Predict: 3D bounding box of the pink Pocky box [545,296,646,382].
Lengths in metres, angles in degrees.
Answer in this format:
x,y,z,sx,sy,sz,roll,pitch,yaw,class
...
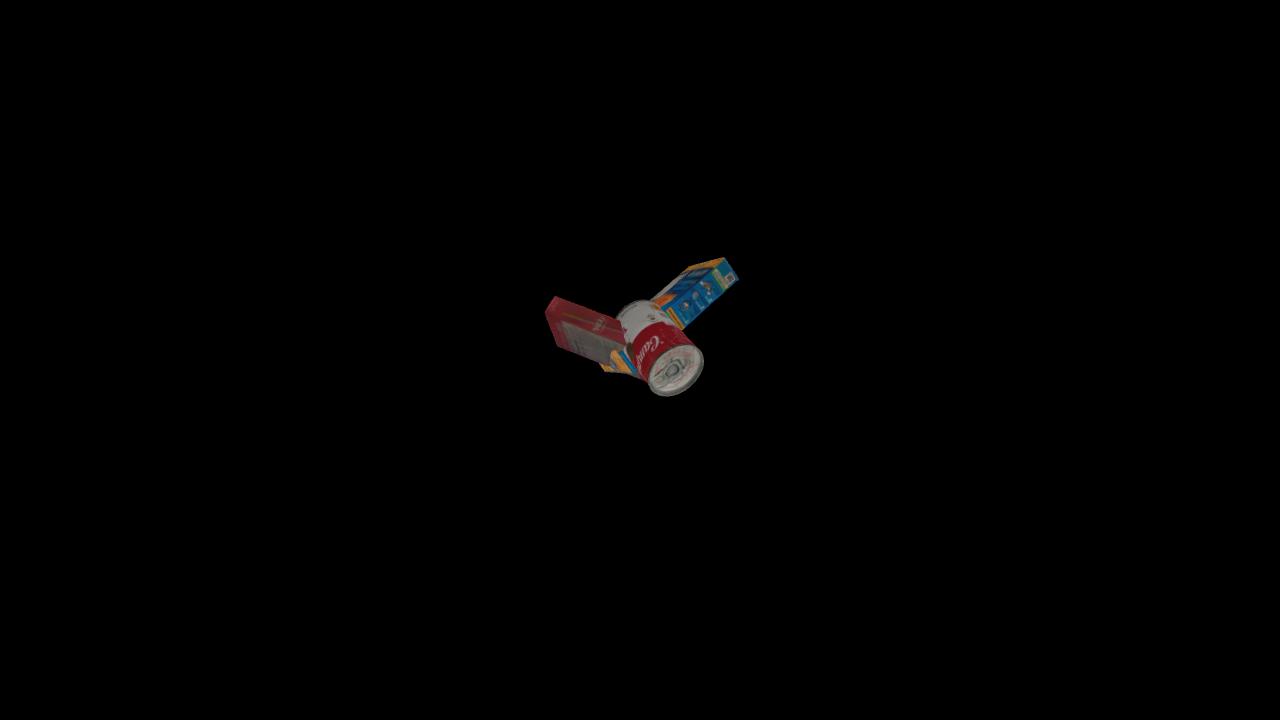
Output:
x,y,z,sx,sy,sz,roll,pitch,yaw,class
-0.034,-0.020,0.726,0.155,0.029,0.084,21,-24,14,pink Pocky box

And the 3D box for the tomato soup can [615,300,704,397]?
x,y,z,sx,sy,sz,roll,pitch,yaw,class
0.018,-0.016,0.688,0.068,0.068,0.101,0,34,-31,tomato soup can

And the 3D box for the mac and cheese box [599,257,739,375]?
x,y,z,sx,sy,sz,roll,pitch,yaw,class
0.030,-0.055,0.766,0.184,0.041,0.093,-42,18,-18,mac and cheese box
